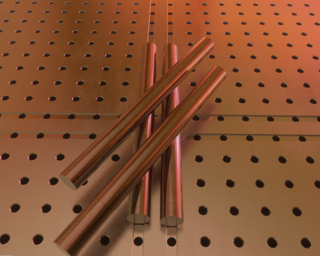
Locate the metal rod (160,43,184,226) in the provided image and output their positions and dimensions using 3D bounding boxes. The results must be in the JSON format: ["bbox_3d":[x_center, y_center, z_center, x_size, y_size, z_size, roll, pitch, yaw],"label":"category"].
[{"bbox_3d":[0.015,-0.016,0.422,0.025,0.025,0.300,1,50,1],"label":"metal rod"}]

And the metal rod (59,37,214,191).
[{"bbox_3d":[-0.012,-0.037,0.407,0.025,0.025,0.301,28,55,21],"label":"metal rod"}]

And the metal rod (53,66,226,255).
[{"bbox_3d":[-0.002,0.017,0.361,0.025,0.025,0.301,28,55,21],"label":"metal rod"}]

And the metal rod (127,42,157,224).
[{"bbox_3d":[-0.020,-0.019,0.424,0.025,0.025,0.300,1,50,1],"label":"metal rod"}]
